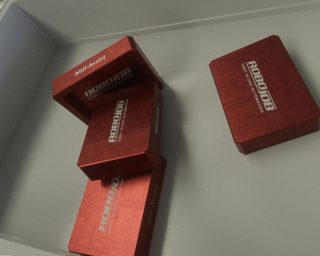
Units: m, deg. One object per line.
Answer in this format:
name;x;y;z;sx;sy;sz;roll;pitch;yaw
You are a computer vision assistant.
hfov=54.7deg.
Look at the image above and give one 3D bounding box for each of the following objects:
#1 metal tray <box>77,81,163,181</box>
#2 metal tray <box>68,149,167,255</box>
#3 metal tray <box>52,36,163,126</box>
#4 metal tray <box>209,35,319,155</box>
metal tray;-0.046;0.000;0.395;0.090;0.030;0.130;-13;42;16
metal tray;-0.049;0.089;0.373;0.090;0.030;0.130;-2;61;27
metal tray;-0.072;-0.061;0.439;0.130;0.090;0.030;-28;52;10
metal tray;0.118;-0.042;0.366;0.090;0.030;0.130;-21;54;15
